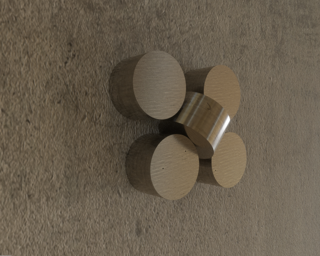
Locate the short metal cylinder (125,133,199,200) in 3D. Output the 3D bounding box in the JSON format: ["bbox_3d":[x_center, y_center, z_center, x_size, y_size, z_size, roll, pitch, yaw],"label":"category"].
[{"bbox_3d":[0.004,0.047,0.394,0.081,0.050,0.079,0,90,-40],"label":"short metal cylinder"}]

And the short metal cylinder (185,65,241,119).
[{"bbox_3d":[0.072,-0.048,0.450,0.081,0.050,0.079,0,90,-40],"label":"short metal cylinder"}]

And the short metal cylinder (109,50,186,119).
[{"bbox_3d":[-0.015,-0.050,0.378,0.081,0.050,0.079,0,90,-40],"label":"short metal cylinder"}]

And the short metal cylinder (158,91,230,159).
[{"bbox_3d":[0.045,-0.003,0.411,0.080,0.080,0.050,47,62,-30],"label":"short metal cylinder"}]

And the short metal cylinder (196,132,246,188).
[{"bbox_3d":[0.084,0.045,0.462,0.081,0.050,0.079,0,90,-40],"label":"short metal cylinder"}]
